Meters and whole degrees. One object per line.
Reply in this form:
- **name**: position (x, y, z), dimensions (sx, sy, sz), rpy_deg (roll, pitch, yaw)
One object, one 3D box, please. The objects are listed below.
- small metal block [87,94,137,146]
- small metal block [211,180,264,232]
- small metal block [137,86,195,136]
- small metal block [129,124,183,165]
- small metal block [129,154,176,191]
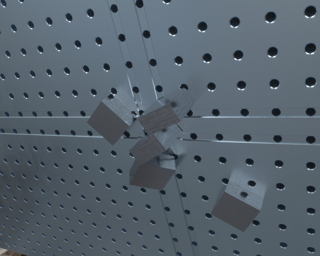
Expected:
- **small metal block**: position (-0.068, -0.011, 0.438), dimensions (0.050, 0.025, 0.050), rpy_deg (42, 129, -2)
- **small metal block**: position (0.104, 0.106, 0.421), dimensions (0.050, 0.025, 0.050), rpy_deg (27, 128, 10)
- **small metal block**: position (0.008, -0.021, 0.377), dimensions (0.050, 0.050, 0.025), rpy_deg (-24, 106, 36)
- **small metal block**: position (-0.005, 0.017, 0.406), dimensions (0.050, 0.050, 0.025), rpy_deg (-34, 96, 38)
- **small metal block**: position (-0.012, 0.060, 0.439), dimensions (0.050, 0.025, 0.050), rpy_deg (14, 131, -17)
